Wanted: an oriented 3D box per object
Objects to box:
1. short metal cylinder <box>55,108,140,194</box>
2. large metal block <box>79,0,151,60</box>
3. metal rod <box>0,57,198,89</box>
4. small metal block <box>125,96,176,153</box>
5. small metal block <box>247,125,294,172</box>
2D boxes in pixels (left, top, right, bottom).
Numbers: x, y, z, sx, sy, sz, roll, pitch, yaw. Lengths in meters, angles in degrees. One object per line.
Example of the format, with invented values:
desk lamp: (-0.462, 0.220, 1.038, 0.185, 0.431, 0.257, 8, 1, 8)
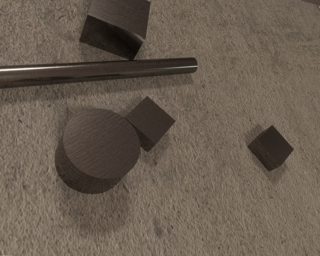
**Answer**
short metal cylinder: (-0.068, 0.026, 0.336, 0.081, 0.050, 0.080, 14, 56, -21)
large metal block: (-0.064, -0.155, 0.450, 0.081, 0.050, 0.080, 17, 55, -19)
metal rod: (-0.072, -0.076, 0.412, 0.303, 0.025, 0.025, -11, 68, -33)
small metal block: (-0.016, -0.005, 0.400, 0.050, 0.025, 0.050, 42, 51, 0)
small metal block: (0.172, 0.031, 0.480, 0.050, 0.025, 0.050, -34, 81, -38)
